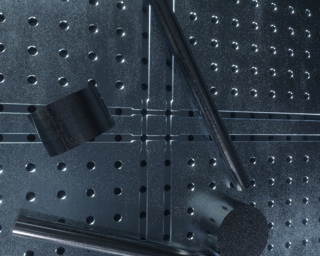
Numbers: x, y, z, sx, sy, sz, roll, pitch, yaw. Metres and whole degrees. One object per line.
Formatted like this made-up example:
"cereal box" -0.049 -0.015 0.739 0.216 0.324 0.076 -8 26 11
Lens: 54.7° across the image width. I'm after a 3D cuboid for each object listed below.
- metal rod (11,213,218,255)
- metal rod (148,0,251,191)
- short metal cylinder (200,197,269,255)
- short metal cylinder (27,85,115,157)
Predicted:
"metal rod" -0.030 0.157 0.401 0.302 0.025 0.025 20 84 -19
"metal rod" 0.058 -0.046 0.433 0.025 0.025 0.299 -29 100 -18
"short metal cylinder" 0.104 0.143 0.438 0.081 0.050 0.079 0 90 -20
"short metal cylinder" -0.098 -0.009 0.347 0.080 0.080 0.050 -29 100 -18
